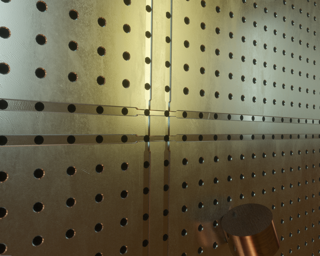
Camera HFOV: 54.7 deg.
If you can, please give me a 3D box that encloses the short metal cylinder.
[{"bbox_3d":[0.144,0.165,0.494,0.081,0.080,0.050,-32,110,-35],"label":"short metal cylinder"}]
